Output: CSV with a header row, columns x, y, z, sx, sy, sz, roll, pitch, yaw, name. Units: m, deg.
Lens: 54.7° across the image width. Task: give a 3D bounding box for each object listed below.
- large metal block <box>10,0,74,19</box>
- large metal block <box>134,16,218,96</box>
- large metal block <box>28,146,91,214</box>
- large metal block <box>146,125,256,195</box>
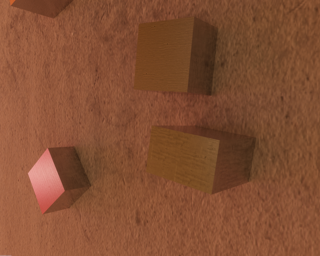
x,y,z,sx,sy,sz,roll,pitch,yaw,name
-0.201,-0.241,0.532,0.080,0.081,0.050,-21,77,38,large metal block
0.018,-0.082,0.372,0.080,0.050,0.079,8,95,39,large metal block
-0.173,0.088,0.528,0.080,0.050,0.080,-44,64,31,large metal block
0.045,0.028,0.331,0.080,0.081,0.050,12,98,39,large metal block
